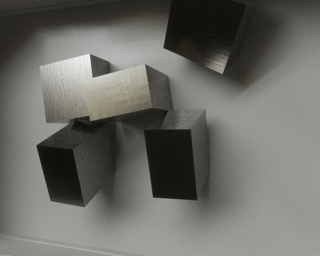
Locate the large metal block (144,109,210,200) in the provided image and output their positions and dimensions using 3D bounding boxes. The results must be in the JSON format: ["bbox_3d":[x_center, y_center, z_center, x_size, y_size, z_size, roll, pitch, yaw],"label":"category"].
[{"bbox_3d":[0.024,0.027,0.361,0.050,0.080,0.079,-1,107,19],"label":"large metal block"}]

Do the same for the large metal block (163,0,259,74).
[{"bbox_3d":[0.057,-0.121,0.357,0.080,0.050,0.079,28,134,17],"label":"large metal block"}]

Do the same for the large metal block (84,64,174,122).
[{"bbox_3d":[-0.036,-0.040,0.393,0.080,0.080,0.050,-11,86,19],"label":"large metal block"}]

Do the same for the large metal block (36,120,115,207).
[{"bbox_3d":[-0.105,0.043,0.403,0.050,0.080,0.079,5,115,19],"label":"large metal block"}]

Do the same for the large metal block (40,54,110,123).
[{"bbox_3d":[-0.115,-0.052,0.436,0.080,0.050,0.080,-9,87,19],"label":"large metal block"}]
